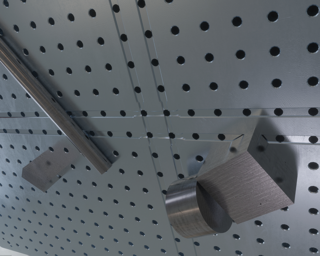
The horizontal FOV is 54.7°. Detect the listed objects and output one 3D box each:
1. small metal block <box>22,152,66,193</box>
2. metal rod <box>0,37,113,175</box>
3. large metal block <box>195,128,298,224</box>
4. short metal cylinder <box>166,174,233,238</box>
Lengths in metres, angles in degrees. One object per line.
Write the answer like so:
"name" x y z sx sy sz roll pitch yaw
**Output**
"small metal block" -0.207 0.079 0.553 0.050 0.050 0.025 32 129 7
"metal rod" -0.181 -0.047 0.477 0.025 0.025 0.300 -34 100 38
"large metal block" 0.105 0.060 0.377 0.080 0.050 0.080 48 129 -6
"short metal cylinder" 0.053 0.101 0.410 0.050 0.080 0.080 -26 104 37
